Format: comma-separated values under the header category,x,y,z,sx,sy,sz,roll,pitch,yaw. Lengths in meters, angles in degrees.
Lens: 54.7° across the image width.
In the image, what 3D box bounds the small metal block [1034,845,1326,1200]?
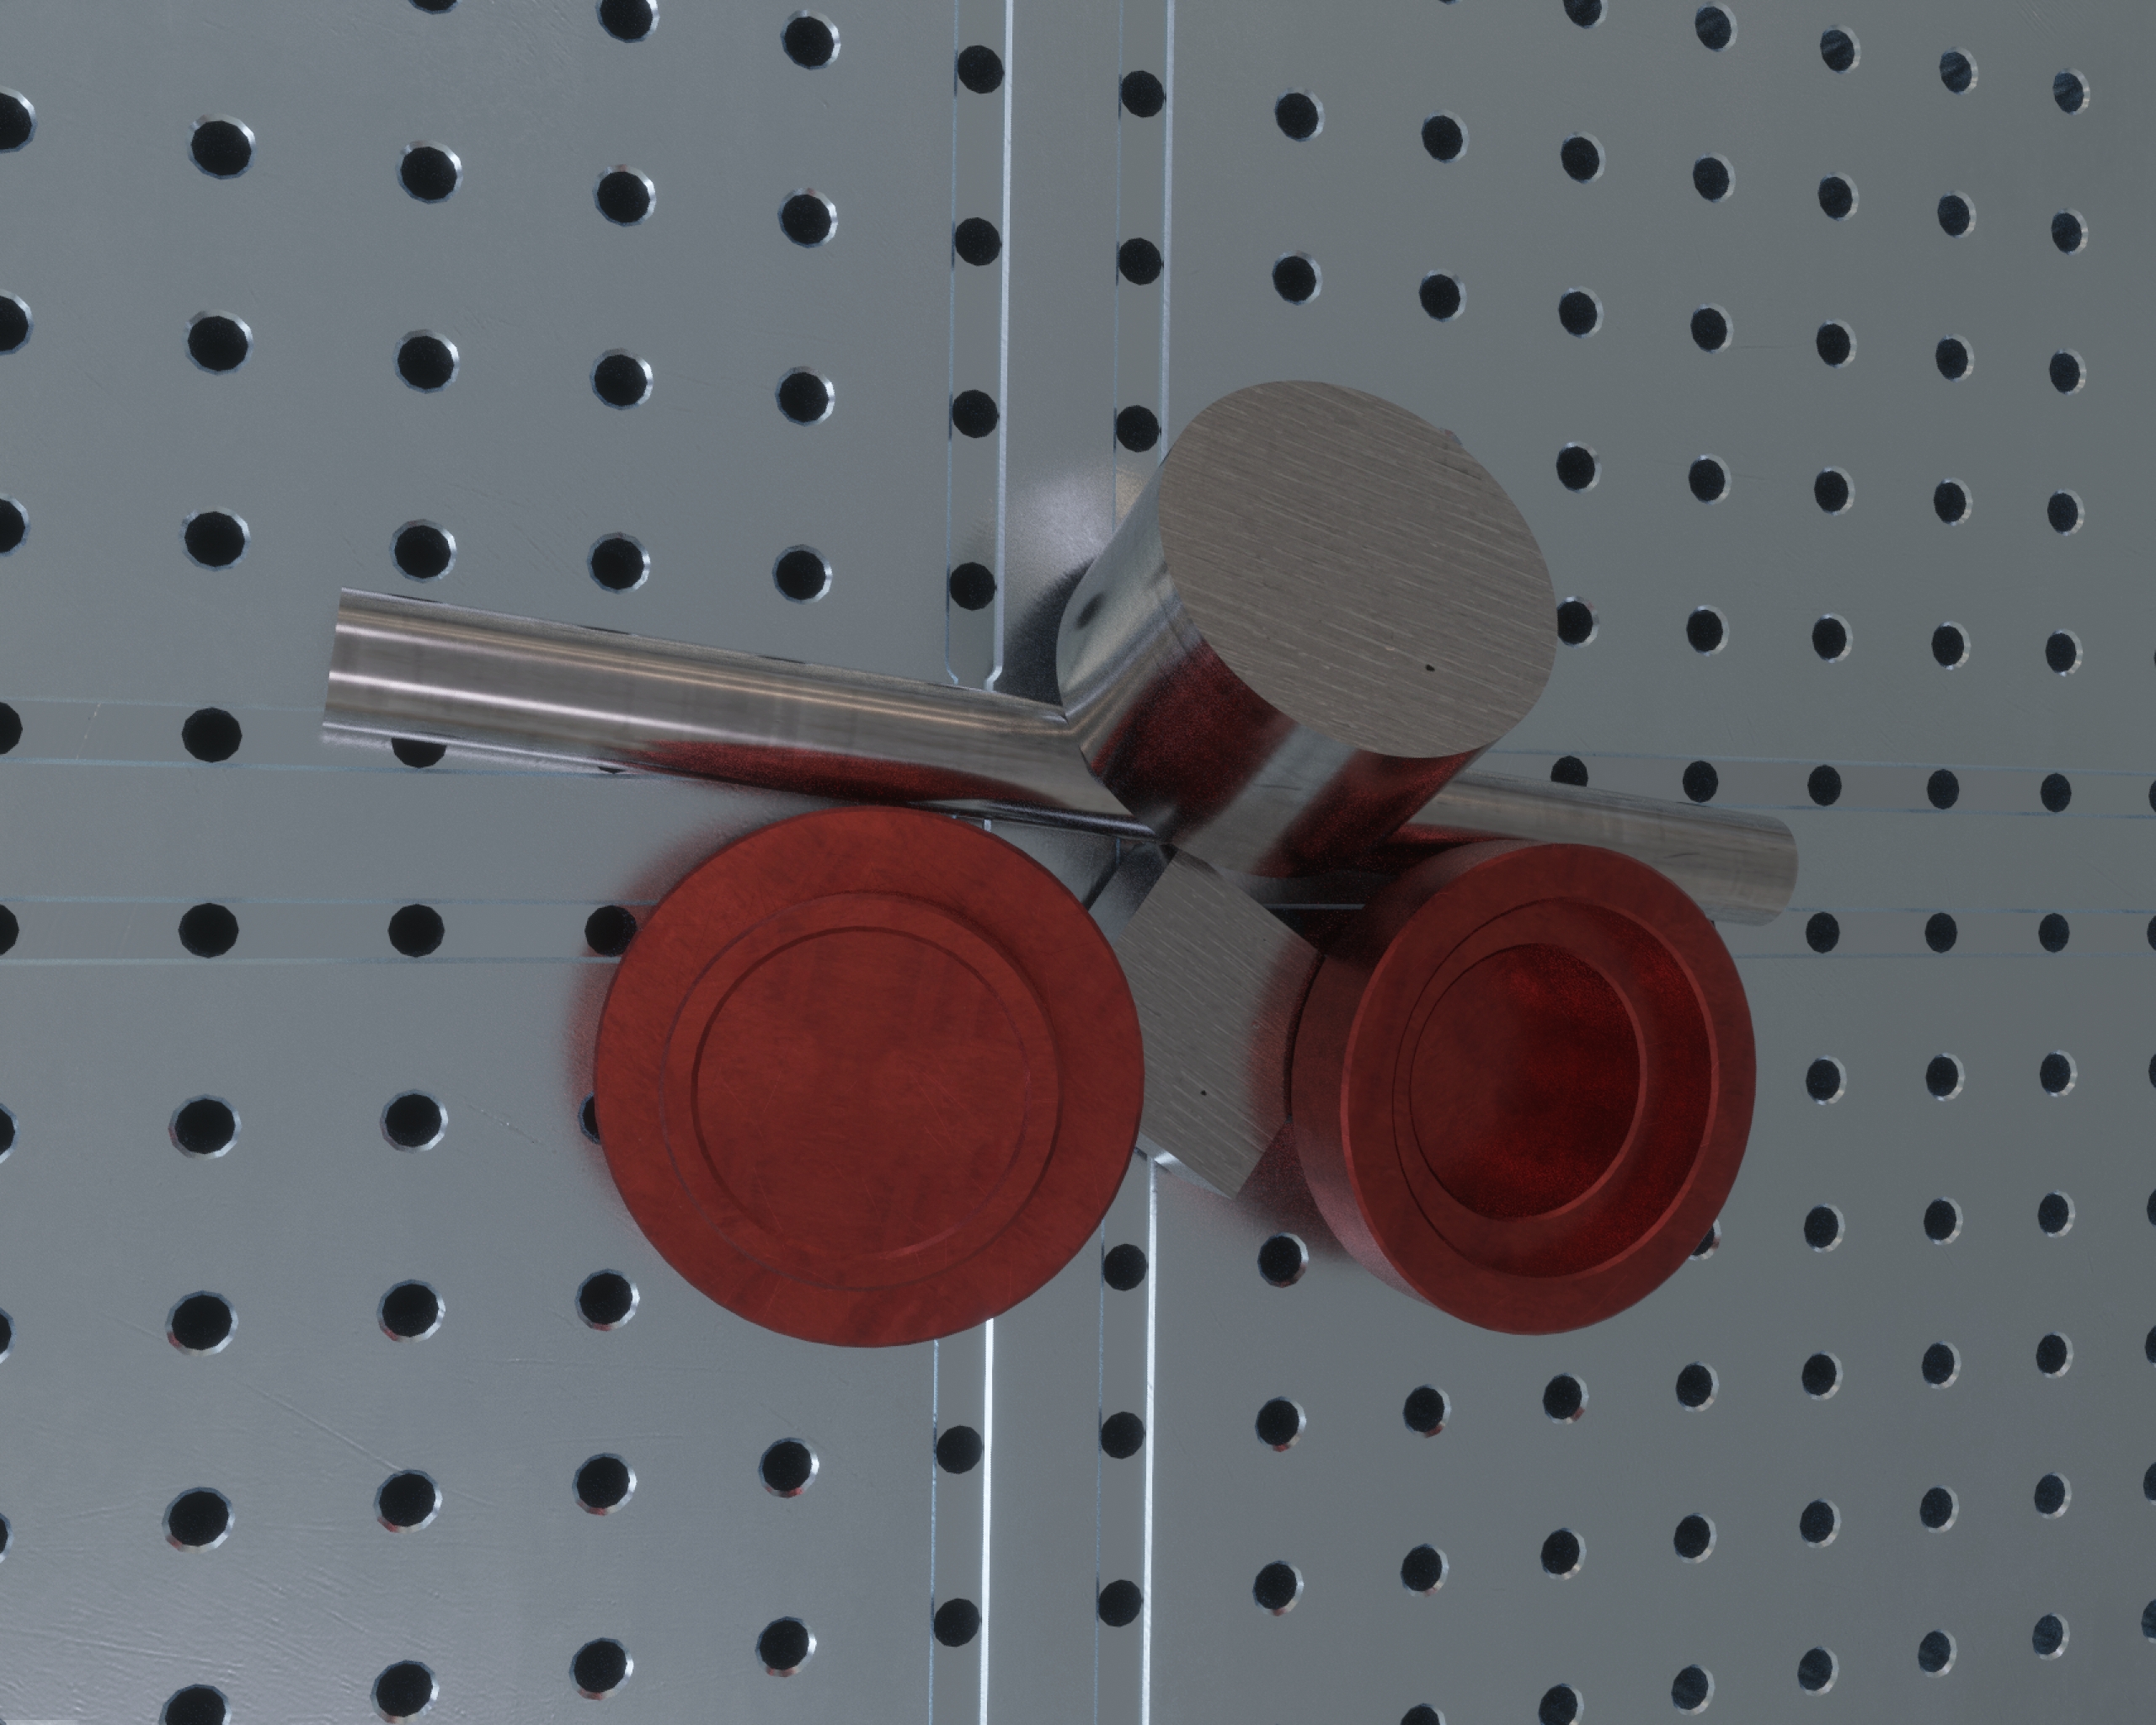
category,x,y,z,sx,sy,sz,roll,pitch,yaw
small metal block,0.021,0.031,0.417,0.050,0.025,0.050,38,78,-16

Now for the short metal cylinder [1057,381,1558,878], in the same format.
category,x,y,z,sx,sy,sz,roll,pitch,yaw
short metal cylinder,0.042,-0.044,0.395,0.081,0.050,0.080,10,61,-19

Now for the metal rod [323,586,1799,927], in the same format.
category,x,y,z,sx,sy,sz,roll,pitch,yaw
metal rod,0.012,-0.017,0.413,0.302,0.025,0.025,8,88,-20

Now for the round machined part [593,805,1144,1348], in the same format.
category,x,y,z,sx,sy,sz,roll,pitch,yaw
round machined part,-0.037,0.038,0.372,0.099,0.042,0.097,0,91,-2

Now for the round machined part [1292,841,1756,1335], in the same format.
category,x,y,z,sx,sy,sz,roll,pitch,yaw
round machined part,0.087,0.044,0.430,0.099,0.042,0.097,-1,93,-23
